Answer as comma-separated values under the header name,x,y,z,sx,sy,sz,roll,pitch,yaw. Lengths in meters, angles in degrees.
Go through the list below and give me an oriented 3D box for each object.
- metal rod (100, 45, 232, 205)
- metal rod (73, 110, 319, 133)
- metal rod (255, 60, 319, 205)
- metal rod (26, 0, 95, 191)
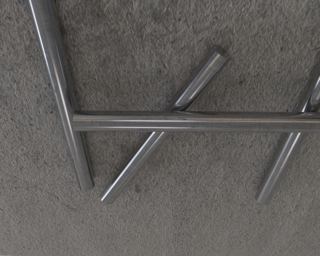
name,x,y,z,sx,sy,sz,roll,pitch,yaw
metal rod,-0.009,0.015,0.419,0.025,0.025,0.298,24,126,-20
metal rod,0.052,-0.008,0.366,0.302,0.025,0.025,0,130,-1
metal rod,0.183,0.002,0.410,0.025,0.025,0.298,4,130,-4
metal rod,-0.115,-0.025,0.384,0.025,0.025,0.298,0,130,0
